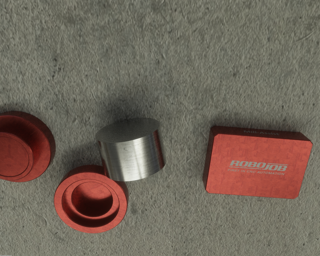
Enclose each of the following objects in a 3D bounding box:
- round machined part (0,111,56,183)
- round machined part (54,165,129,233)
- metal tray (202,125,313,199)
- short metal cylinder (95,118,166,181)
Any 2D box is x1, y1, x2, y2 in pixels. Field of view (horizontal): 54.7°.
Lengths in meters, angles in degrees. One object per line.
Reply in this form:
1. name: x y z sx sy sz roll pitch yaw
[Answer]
1. round machined part: -0.194 0.030 0.409 0.099 0.042 0.097 0 110 -1
2. round machined part: -0.093 0.094 0.434 0.099 0.042 0.097 0 110 -1
3. metal tray: 0.131 0.048 0.427 0.131 0.030 0.089 5 110 -2
4. short metal cylinder: -0.036 0.024 0.389 0.080 0.080 0.050 -9 110 3
